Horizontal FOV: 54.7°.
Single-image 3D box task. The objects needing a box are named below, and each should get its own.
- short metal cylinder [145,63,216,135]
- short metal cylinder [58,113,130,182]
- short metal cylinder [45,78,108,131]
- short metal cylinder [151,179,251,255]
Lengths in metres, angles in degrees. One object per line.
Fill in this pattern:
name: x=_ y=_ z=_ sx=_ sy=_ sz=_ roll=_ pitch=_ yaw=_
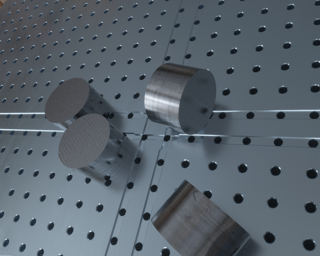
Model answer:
short metal cylinder: x=0.027 y=-0.037 z=0.381 sx=0.050 sy=0.080 sz=0.080 roll=19 pitch=72 yaw=35
short metal cylinder: x=-0.089 y=0.027 z=0.422 sx=0.080 sy=0.050 sz=0.080 roll=-13 pitch=56 yaw=21
short metal cylinder: x=-0.128 y=-0.030 z=0.478 sx=0.080 sy=0.050 sz=0.080 roll=-13 pitch=56 yaw=21
short metal cylinder: x=0.038 y=0.094 z=0.295 sx=0.050 sy=0.080 sz=0.080 roll=-49 pitch=51 yaw=-6
